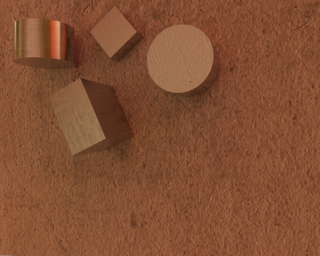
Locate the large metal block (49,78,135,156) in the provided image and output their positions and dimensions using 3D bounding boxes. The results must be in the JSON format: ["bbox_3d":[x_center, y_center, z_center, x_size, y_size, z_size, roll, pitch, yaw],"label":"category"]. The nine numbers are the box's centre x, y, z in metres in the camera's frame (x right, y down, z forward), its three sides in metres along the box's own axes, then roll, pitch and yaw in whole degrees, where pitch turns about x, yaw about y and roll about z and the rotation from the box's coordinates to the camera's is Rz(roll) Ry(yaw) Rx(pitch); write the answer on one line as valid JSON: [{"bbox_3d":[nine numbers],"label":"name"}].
[{"bbox_3d":[-0.087,-0.013,0.409,0.050,0.080,0.080,-27,81,18],"label":"large metal block"}]

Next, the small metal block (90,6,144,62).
[{"bbox_3d":[-0.060,-0.130,0.429,0.050,0.025,0.050,-41,78,15],"label":"small metal block"}]

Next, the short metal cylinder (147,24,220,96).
[{"bbox_3d":[0.031,-0.081,0.384,0.080,0.050,0.079,0,90,19],"label":"short metal cylinder"}]

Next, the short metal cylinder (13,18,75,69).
[{"bbox_3d":[-0.161,-0.115,0.435,0.080,0.080,0.050,0,90,19],"label":"short metal cylinder"}]
